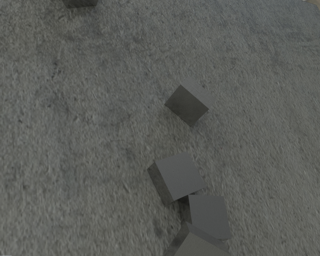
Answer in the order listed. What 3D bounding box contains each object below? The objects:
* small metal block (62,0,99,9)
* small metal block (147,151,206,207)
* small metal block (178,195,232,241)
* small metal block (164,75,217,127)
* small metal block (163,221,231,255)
[{"bbox_3d":[-0.126,-0.209,0.465,0.050,0.025,0.050,-24,75,-37],"label":"small metal block"},{"bbox_3d":[0.020,0.061,0.379,0.050,0.025,0.050,-15,69,-34],"label":"small metal block"},{"bbox_3d":[0.052,0.108,0.368,0.050,0.025,0.050,8,58,-24],"label":"small metal block"},{"bbox_3d":[0.042,-0.037,0.435,0.050,0.050,0.025,41,51,-1],"label":"small metal block"},{"bbox_3d":[0.036,0.135,0.325,0.050,0.025,0.050,32,94,-8],"label":"small metal block"}]
